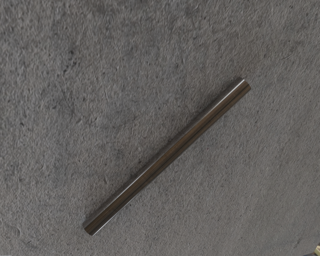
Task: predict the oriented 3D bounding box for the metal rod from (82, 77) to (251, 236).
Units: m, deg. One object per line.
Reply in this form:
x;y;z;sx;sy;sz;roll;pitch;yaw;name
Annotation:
0.009;0.040;0.435;0.300;0.025;0.025;-43;129;1;metal rod
